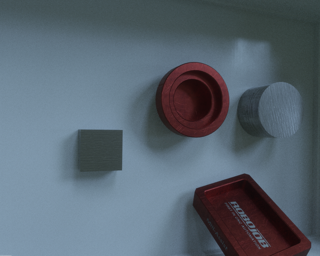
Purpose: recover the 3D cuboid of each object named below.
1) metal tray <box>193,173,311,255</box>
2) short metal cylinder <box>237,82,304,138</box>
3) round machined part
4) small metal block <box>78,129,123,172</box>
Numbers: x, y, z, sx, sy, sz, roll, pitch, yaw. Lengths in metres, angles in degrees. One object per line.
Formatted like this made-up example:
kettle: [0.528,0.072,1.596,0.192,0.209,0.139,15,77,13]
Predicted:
metal tray: [0.112,0.122,0.400,0.091,0.130,0.030,-13,129,-20]
short metal cylinder: [0.164,-0.025,0.459,0.081,0.050,0.079,0,90,-21]
round machined part: [0.040,-0.036,0.417,0.099,0.042,0.097,0,90,-21]
small metal block: [-0.074,0.027,0.384,0.050,0.025,0.050,1,90,-21]
